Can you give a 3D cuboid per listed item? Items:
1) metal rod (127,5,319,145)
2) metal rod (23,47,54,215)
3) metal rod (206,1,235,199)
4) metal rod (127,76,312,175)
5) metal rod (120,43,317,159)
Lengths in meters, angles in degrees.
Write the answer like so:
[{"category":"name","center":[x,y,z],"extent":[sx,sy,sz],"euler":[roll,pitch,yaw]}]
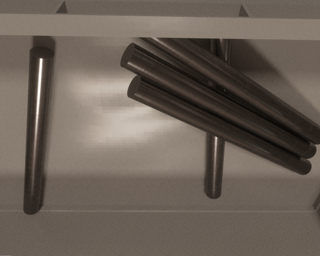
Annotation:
[{"category":"metal rod","center":[0.097,-0.042,0.346],"extent":[0.302,0.025,0.025],"euler":[24,126,-30]},{"category":"metal rod","center":[-0.172,0.027,0.429],"extent":[0.025,0.025,0.298],"euler":[13,129,-11]},{"category":"metal rod","center":[0.074,-0.009,0.402],"extent":[0.025,0.025,0.298],"euler":[-4,130,3]},{"category":"metal rod","center":[0.094,0.008,0.388],"extent":[0.302,0.025,0.025],"euler":[23,127,-30]},{"category":"metal rod","center":[0.090,-0.018,0.365],"extent":[0.302,0.025,0.025],"euler":[23,127,-30]}]
